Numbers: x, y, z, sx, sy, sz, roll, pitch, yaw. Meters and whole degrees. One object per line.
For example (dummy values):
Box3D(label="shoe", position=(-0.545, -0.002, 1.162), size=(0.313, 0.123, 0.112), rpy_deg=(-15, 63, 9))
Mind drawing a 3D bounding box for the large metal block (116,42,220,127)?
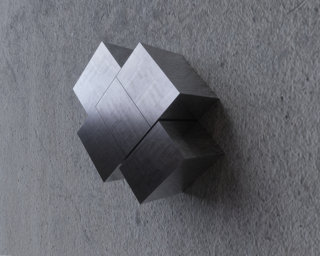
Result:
Box3D(label="large metal block", position=(0.010, -0.047, 0.361), size=(0.050, 0.081, 0.080), rpy_deg=(-50, 61, 28))

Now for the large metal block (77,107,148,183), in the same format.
Box3D(label="large metal block", position=(-0.048, 0.020, 0.409), size=(0.050, 0.081, 0.080), rpy_deg=(-50, 61, 28))

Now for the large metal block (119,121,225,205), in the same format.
Box3D(label="large metal block", position=(0.014, 0.038, 0.358), size=(0.080, 0.081, 0.050), rpy_deg=(-49, 61, 28))

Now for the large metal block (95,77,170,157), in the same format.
Box3D(label="large metal block", position=(-0.019, -0.014, 0.385), size=(0.050, 0.081, 0.080), rpy_deg=(-50, 61, 28))

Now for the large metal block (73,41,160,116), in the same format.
Box3D(label="large metal block", position=(-0.055, -0.060, 0.414), size=(0.080, 0.081, 0.050), rpy_deg=(-49, 61, 28))
